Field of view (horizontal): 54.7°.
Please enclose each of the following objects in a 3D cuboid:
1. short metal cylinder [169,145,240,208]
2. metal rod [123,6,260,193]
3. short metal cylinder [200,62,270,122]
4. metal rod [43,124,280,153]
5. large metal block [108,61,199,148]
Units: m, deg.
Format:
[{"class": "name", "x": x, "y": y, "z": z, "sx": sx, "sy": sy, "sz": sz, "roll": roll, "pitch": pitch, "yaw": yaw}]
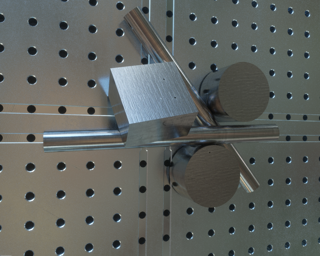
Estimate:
[{"class": "short metal cylinder", "x": 0.059, "y": 0.061, "z": 0.418, "sx": 0.081, "sy": 0.050, "sz": 0.079, "roll": 0, "pitch": 90, "yaw": -20}, {"class": "metal rod", "x": 0.050, "y": -0.030, "z": 0.428, "sx": 0.025, "sy": 0.025, "sz": 0.299, "roll": -40, "pitch": 103, "yaw": -16}, {"class": "short metal cylinder", "x": 0.104, "y": -0.048, "z": 0.434, "sx": 0.081, "sy": 0.050, "sz": 0.079, "roll": 0, "pitch": 90, "yaw": -20}, {"class": "metal rod", "x": 0.013, "y": 0.011, "z": 0.396, "sx": 0.302, "sy": 0.025, "sz": 0.025, "roll": -2, "pitch": 91, "yaw": -14}, {"class": "large metal block", "x": -0.012, "y": -0.030, "z": 0.372, "sx": 0.081, "sy": 0.050, "sz": 0.080, "roll": -11, "pitch": 59, "yaw": -19}]
